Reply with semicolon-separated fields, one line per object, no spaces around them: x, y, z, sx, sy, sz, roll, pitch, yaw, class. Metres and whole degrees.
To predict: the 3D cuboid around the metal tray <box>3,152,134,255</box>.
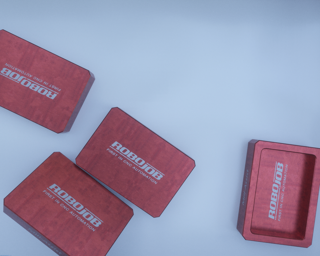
-0.110;0.102;0.382;0.130;0.030;0.090;38;50;0;metal tray

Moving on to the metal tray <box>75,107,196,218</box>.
-0.031;0.044;0.409;0.130;0.030;0.090;35;90;-1;metal tray

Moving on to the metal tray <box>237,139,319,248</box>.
0.158;0.085;0.411;0.091;0.030;0.129;8;90;-1;metal tray

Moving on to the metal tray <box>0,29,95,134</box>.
-0.165;-0.059;0.407;0.131;0.030;0.090;26;90;-1;metal tray
